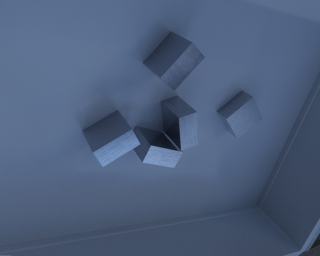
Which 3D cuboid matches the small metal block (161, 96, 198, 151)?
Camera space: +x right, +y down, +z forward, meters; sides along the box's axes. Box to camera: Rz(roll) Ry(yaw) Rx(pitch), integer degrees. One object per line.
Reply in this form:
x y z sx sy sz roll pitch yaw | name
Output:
0.025 -0.007 0.404 0.025 0.050 0.050 -19 126 -18 | small metal block

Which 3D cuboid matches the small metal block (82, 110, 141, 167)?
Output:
-0.059 0.011 0.368 0.050 0.050 0.025 -31 129 -9 | small metal block

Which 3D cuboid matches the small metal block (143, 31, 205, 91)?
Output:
0.015 -0.078 0.354 0.050 0.050 0.025 -48 129 5 | small metal block

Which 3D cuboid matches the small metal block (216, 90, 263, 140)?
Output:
0.120 -0.019 0.465 0.050 0.025 0.050 -40 130 -2 | small metal block

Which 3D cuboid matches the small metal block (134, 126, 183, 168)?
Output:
-0.006 0.025 0.406 0.050 0.050 0.025 14 111 -35 | small metal block
